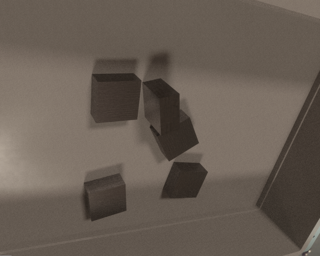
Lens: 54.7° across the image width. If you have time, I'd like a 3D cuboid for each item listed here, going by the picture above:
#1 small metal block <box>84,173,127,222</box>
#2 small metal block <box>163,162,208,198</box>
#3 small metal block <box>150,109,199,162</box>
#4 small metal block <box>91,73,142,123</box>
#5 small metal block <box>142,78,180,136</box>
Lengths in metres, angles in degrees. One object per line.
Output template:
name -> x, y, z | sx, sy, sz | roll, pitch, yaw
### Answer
small metal block -> -0.075, 0.096, 0.428 | 0.050, 0.025, 0.050 | -12, 124, -22
small metal block -> 0.039, 0.081, 0.483 | 0.050, 0.025, 0.050 | 6, 115, -32
small metal block -> 0.021, 0.010, 0.428 | 0.050, 0.025, 0.050 | -31, 129, -9
small metal block -> -0.052, -0.035, 0.360 | 0.050, 0.025, 0.050 | -6, 121, -26
small metal block -> 0.001, -0.027, 0.378 | 0.025, 0.050, 0.050 | -16, 125, -20
